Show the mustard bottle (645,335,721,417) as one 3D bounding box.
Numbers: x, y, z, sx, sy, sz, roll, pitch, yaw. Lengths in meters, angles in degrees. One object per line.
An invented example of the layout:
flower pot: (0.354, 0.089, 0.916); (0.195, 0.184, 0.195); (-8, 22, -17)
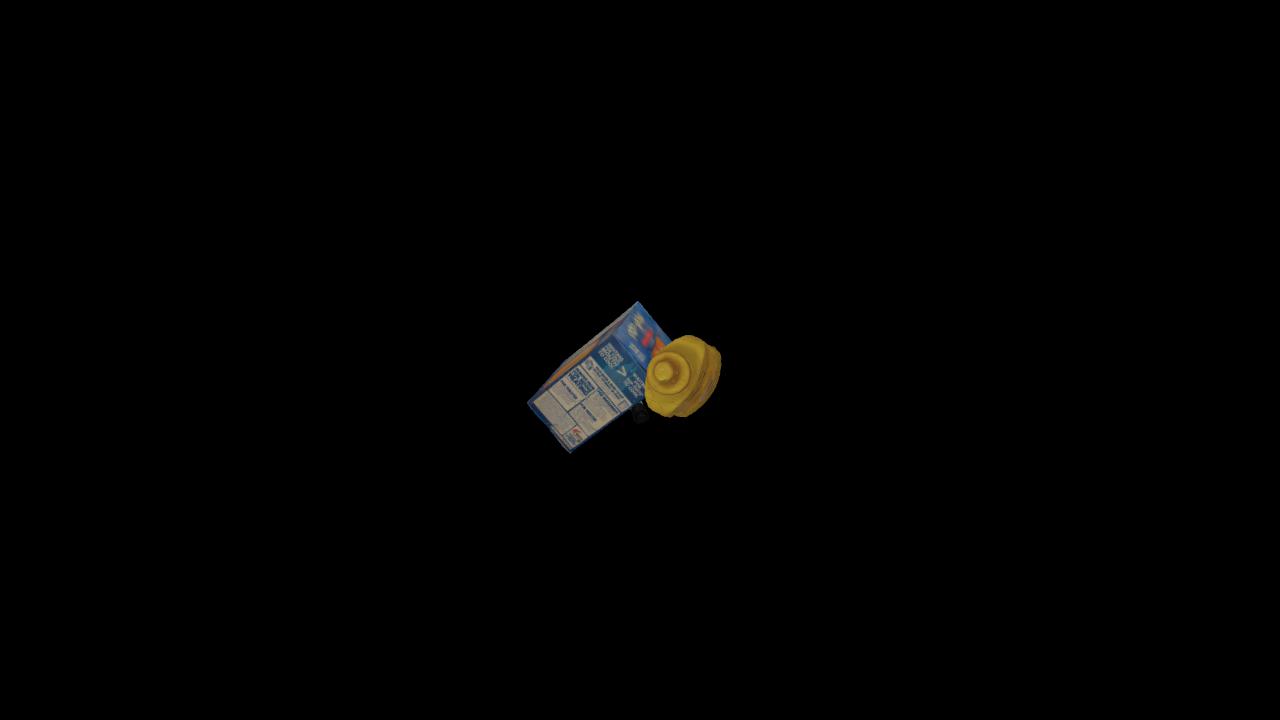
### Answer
mustard bottle: (0.043, 0.018, 0.647); (0.054, 0.092, 0.184); (36, 5, 14)

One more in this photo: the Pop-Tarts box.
Pop-Tarts box: (-0.042, 0.016, 0.768); (0.141, 0.083, 0.167); (-38, 9, 18)

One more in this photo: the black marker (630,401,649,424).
black marker: (-0.010, 0.045, 0.764); (0.020, 0.020, 0.121); (0, 23, -14)
